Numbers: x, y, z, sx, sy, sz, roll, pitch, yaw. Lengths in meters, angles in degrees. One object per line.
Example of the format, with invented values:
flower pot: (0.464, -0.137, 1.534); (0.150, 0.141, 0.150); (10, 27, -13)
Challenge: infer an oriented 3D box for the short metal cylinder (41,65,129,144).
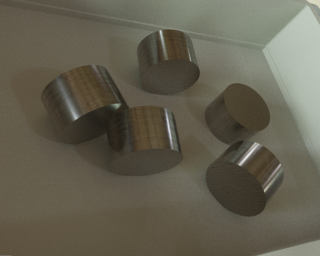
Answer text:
short metal cylinder: (-0.081, -0.024, 0.341); (0.081, 0.080, 0.050); (-20, 72, -35)

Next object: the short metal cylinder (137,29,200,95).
short metal cylinder: (0.011, -0.089, 0.430); (0.081, 0.080, 0.050); (5, 60, -26)

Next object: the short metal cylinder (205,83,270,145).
short metal cylinder: (0.115, -0.020, 0.463); (0.081, 0.050, 0.080); (14, 56, -21)

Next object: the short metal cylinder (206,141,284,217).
short metal cylinder: (0.105, 0.063, 0.389); (0.080, 0.080, 0.050); (49, 51, 6)

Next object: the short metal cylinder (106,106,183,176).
short metal cylinder: (-0.018, 0.017, 0.350); (0.081, 0.080, 0.050); (4, 60, -26)
